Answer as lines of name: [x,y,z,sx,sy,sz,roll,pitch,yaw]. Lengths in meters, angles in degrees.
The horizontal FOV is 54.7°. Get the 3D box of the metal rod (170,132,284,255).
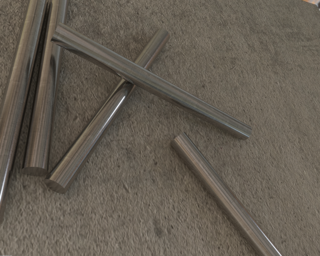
metal rod: [0.115,0.129,0.388,0.025,0.025,0.300,-32,80,-38]

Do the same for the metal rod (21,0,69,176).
metal rod: [-0.135,-0.086,0.384,0.025,0.025,0.299,10,57,-23]

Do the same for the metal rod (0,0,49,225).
metal rod: [-0.159,-0.046,0.346,0.025,0.025,0.299,11,57,-23]

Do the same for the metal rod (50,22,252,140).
metal rod: [0.005,-0.051,0.413,0.302,0.025,0.025,25,52,-23]

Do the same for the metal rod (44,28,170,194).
metal rod: [-0.051,-0.045,0.405,0.025,0.025,0.301,33,51,-7]
